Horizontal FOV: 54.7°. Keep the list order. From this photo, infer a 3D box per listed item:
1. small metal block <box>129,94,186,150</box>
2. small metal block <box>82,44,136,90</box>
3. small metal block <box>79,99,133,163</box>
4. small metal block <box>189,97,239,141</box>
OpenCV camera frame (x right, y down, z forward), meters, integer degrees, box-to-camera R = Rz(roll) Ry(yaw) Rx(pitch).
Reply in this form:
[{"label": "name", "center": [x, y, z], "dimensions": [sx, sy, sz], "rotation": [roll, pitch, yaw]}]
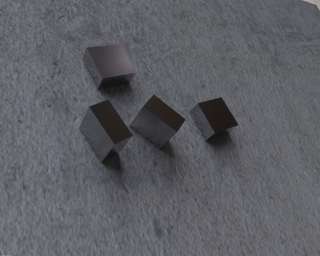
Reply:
[{"label": "small metal block", "center": [-0.004, -0.006, 0.391], "dimensions": [0.050, 0.050, 0.025], "rotation": [38, 51, -3]}, {"label": "small metal block", "center": [-0.069, -0.084, 0.419], "dimensions": [0.050, 0.025, 0.050], "rotation": [-18, 71, -35]}, {"label": "small metal block", "center": [-0.063, 0.004, 0.352], "dimensions": [0.025, 0.050, 0.050], "rotation": [-27, 77, -37]}, {"label": "small metal block", "center": [0.079, -0.014, 0.457], "dimensions": [0.050, 0.025, 0.050], "rotation": [-16, 70, -35]}]
